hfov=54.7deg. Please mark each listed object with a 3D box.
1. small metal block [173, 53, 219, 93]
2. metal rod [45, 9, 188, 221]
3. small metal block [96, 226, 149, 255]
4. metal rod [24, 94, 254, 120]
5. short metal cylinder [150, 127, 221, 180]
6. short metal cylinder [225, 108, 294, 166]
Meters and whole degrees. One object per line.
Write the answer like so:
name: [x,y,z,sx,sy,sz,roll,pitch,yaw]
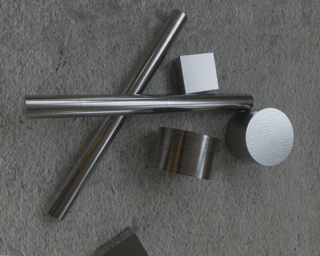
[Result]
small metal block: [0.049,-0.074,0.427,0.050,0.025,0.050,-11,94,-20]
metal rod: [-0.048,-0.025,0.391,0.025,0.025,0.300,34,79,-17]
small metal block: [-0.045,0.163,0.393,0.050,0.025,0.050,-31,101,-17]
metal rod: [-0.004,-0.030,0.385,0.303,0.025,0.025,-4,92,-28]
short metal cylinder: [0.032,0.032,0.392,0.081,0.080,0.050,14,85,-20]
short metal cylinder: [0.143,0.012,0.449,0.081,0.050,0.079,0,90,-20]
